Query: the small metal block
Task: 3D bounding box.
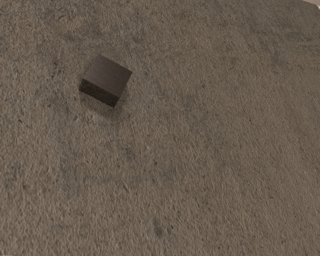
[{"bbox_3d":[-0.070,-0.062,0.405,0.050,0.025,0.050,28,52,-11],"label":"small metal block"}]
